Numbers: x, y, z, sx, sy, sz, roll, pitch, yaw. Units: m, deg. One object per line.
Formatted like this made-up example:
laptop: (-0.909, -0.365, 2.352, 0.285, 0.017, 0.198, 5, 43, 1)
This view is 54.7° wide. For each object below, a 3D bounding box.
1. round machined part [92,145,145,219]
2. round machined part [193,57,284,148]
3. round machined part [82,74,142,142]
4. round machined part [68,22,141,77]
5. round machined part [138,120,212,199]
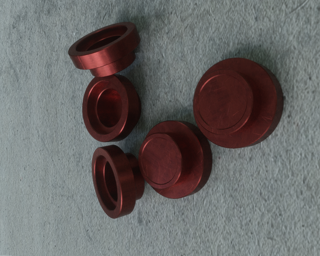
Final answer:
round machined part: (-0.056, 0.071, 0.428, 0.098, 0.042, 0.097, 21, 116, 54)
round machined part: (0.076, -0.027, 0.332, 0.098, 0.042, 0.097, 0, 90, 40)
round machined part: (-0.065, -0.029, 0.448, 0.098, 0.042, 0.097, 0, 90, 40)
round machined part: (-0.073, -0.106, 0.431, 0.098, 0.098, 0.042, 11, 137, 39)
round machined part: (0.012, 0.039, 0.385, 0.098, 0.042, 0.097, 0, 90, 40)
